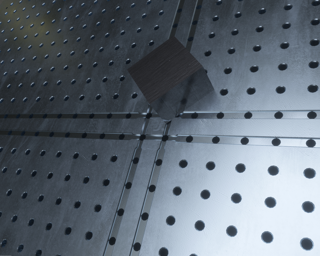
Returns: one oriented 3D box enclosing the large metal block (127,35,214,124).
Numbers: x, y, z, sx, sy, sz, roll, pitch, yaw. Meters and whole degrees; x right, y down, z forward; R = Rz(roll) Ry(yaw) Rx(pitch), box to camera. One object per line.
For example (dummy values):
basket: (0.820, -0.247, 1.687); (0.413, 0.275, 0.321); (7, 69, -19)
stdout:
large metal block: (0.014, -0.067, 0.425); (0.080, 0.050, 0.080); (-36, 51, 4)
